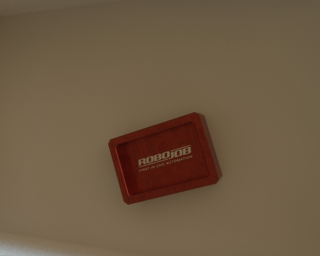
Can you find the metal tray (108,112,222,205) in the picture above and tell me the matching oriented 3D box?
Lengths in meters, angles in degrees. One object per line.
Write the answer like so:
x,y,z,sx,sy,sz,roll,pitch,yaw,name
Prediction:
0.005,0.041,0.405,0.130,0.030,0.090,-18,84,18,metal tray
